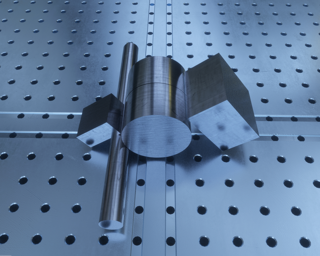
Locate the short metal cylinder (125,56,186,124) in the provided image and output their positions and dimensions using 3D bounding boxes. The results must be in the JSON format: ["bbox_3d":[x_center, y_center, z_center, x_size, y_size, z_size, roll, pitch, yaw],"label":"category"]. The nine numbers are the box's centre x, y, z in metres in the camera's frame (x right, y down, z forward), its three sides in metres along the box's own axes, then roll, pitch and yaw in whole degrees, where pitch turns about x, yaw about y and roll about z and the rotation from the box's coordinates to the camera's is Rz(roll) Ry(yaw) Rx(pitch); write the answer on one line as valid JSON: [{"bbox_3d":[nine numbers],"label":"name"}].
[{"bbox_3d":[-0.003,-0.046,0.405,0.081,0.080,0.050,0,50,0],"label":"short metal cylinder"}]

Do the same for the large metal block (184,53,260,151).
[{"bbox_3d":[0.075,-0.031,0.384,0.050,0.080,0.080,-26,44,29],"label":"large metal block"}]

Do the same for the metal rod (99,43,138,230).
[{"bbox_3d":[-0.049,-0.015,0.414,0.025,0.025,0.300,0,50,0],"label":"metal rod"}]

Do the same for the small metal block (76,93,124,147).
[{"bbox_3d":[-0.075,-0.010,0.396,0.050,0.025,0.050,-24,44,26],"label":"small metal block"}]

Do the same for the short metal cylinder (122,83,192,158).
[{"bbox_3d":[-0.004,-0.007,0.373,0.081,0.080,0.050,0,50,0],"label":"short metal cylinder"}]
